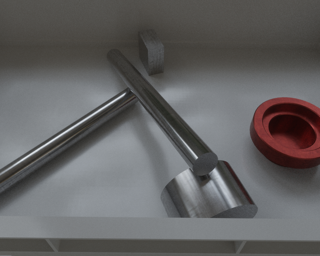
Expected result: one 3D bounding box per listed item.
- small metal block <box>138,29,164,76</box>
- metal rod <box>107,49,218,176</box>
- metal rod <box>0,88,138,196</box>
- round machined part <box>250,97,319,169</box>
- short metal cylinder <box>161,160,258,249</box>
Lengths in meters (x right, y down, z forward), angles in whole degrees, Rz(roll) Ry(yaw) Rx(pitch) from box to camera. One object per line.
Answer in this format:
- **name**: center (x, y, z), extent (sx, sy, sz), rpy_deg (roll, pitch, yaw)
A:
- **small metal block**: center (-0.014, -0.120, 0.489), extent (0.025, 0.050, 0.050), rpy_deg (-15, 52, -13)
- **metal rod**: center (-0.017, -0.043, 0.387), extent (0.025, 0.025, 0.300), rpy_deg (-18, 36, -15)
- **metal rod**: center (-0.145, 0.034, 0.374), extent (0.025, 0.025, 0.302), rpy_deg (37, 59, 26)
- **round machined part**: center (0.162, 0.010, 0.388), extent (0.099, 0.042, 0.098), rpy_deg (0, 50, 0)
- **short metal cylinder**: center (0.047, 0.076, 0.306), extent (0.081, 0.080, 0.050), rpy_deg (-17, 52, -14)
